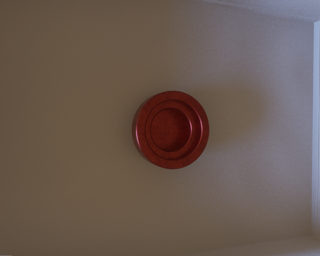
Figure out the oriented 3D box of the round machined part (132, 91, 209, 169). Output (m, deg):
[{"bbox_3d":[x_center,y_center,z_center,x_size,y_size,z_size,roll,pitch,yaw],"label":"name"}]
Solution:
[{"bbox_3d":[0.011,0.002,0.403,0.099,0.042,0.097,0,90,-21],"label":"round machined part"}]
